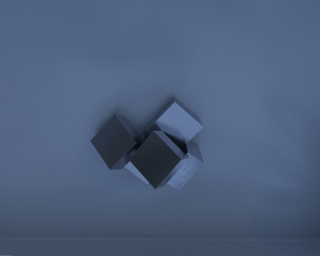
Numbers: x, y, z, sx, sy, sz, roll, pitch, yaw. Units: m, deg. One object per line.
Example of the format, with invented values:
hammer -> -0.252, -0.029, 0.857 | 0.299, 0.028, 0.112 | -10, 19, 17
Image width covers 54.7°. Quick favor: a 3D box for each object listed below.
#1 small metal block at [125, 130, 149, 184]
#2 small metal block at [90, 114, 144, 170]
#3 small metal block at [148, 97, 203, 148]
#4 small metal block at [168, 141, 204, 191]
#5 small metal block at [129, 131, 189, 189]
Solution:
small metal block -> -0.019, 0.040, 0.424 | 0.050, 0.025, 0.050 | 40, 105, -14
small metal block -> -0.055, 0.019, 0.403 | 0.050, 0.025, 0.050 | -46, 66, 15
small metal block -> 0.020, -0.004, 0.408 | 0.050, 0.025, 0.050 | 40, 105, -14
small metal block -> 0.030, 0.047, 0.414 | 0.025, 0.050, 0.050 | 34, 106, -12
small metal block -> -0.002, 0.039, 0.384 | 0.050, 0.025, 0.050 | 45, 106, 20
